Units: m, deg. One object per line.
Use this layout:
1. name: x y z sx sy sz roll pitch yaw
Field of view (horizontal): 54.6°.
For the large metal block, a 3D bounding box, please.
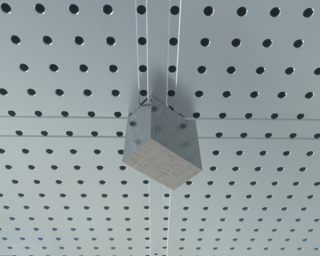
1. large metal block: 0.003 0.019 0.391 0.080 0.080 0.050 34 123 -26
